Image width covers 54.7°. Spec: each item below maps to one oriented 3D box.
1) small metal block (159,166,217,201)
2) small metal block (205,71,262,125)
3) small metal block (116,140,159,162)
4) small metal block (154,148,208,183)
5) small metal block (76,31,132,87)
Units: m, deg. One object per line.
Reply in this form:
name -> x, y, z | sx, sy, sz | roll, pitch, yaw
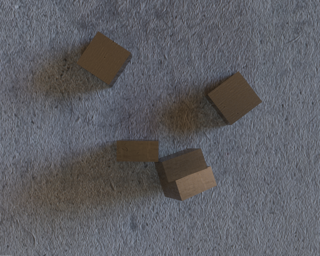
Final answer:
small metal block -> 0.034, 0.068, 0.390 | 0.050, 0.050, 0.025 | -18, 91, -23
small metal block -> 0.096, -0.039, 0.411 | 0.050, 0.025, 0.050 | -37, 90, 0
small metal block -> -0.027, 0.028, 0.397 | 0.050, 0.050, 0.025 | 1, 90, 0
small metal block -> 0.024, 0.045, 0.387 | 0.050, 0.050, 0.025 | -18, 91, -13
small metal block -> -0.072, -0.090, 0.409 | 0.050, 0.025, 0.050 | 34, 90, 0
